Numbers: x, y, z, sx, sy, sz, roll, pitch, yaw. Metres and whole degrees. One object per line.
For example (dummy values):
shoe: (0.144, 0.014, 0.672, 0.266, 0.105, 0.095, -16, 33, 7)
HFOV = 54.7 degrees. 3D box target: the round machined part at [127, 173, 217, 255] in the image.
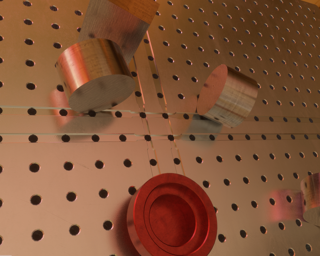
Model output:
round machined part: (0.010, 0.103, 0.340, 0.099, 0.042, 0.098, 14, 56, -21)

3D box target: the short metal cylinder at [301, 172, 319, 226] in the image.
short metal cylinder: (0.246, 0.104, 0.442, 0.080, 0.080, 0.050, 24, 53, -14)

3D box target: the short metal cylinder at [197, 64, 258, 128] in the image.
short metal cylinder: (0.096, -0.046, 0.453, 0.050, 0.080, 0.080, 23, 53, -15)

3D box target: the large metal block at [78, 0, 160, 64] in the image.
large metal block: (-0.058, -0.150, 0.433, 0.080, 0.080, 0.050, 27, 53, -12)

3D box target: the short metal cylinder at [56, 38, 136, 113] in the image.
short metal cylinder: (-0.076, -0.060, 0.369, 0.081, 0.080, 0.050, -11, 68, -33)
